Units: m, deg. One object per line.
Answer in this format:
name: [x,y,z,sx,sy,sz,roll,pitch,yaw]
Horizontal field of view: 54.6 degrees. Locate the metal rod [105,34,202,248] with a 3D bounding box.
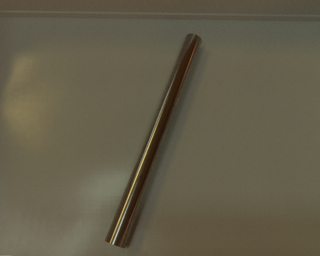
metal rod: [-0.001,0.002,0.406,0.025,0.025,0.300,19,71,7]
